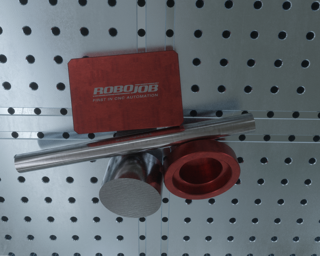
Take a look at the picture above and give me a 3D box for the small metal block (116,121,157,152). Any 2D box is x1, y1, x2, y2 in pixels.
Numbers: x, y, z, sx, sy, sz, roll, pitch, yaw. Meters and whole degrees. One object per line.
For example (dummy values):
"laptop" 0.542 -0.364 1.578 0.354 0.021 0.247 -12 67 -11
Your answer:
"small metal block" -0.036 0.015 0.427 0.050 0.025 0.050 17 109 -7

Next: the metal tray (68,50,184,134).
"metal tray" -0.040 -0.043 0.380 0.131 0.030 0.089 -5 92 0

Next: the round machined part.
"round machined part" 0.053 0.049 0.411 0.099 0.042 0.097 -3 132 -3

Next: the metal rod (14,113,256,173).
"metal rod" -0.033 0.020 0.393 0.302 0.025 0.025 -10 110 3

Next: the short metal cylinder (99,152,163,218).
"short metal cylinder" -0.036 0.076 0.415 0.080 0.050 0.079 3 129 4
